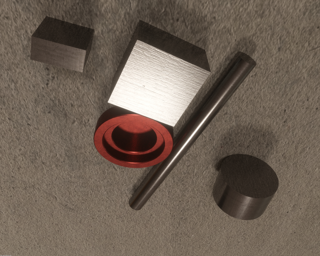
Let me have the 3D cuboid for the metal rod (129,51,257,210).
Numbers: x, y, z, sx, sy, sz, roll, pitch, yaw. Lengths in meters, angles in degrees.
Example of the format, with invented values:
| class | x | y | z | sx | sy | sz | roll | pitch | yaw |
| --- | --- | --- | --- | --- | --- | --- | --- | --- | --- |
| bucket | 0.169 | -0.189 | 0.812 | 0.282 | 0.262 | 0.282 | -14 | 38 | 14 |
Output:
| class | x | y | z | sx | sy | sz | roll | pitch | yaw |
| --- | --- | --- | --- | --- | --- | --- | --- | --- | --- |
| metal rod | 0.028 | 0.024 | 0.428 | 0.025 | 0.025 | 0.298 | 21 | 127 | -18 |

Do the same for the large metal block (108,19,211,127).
| class | x | y | z | sx | sy | sz | roll | pitch | yaw |
| --- | --- | --- | --- | --- | --- | --- | --- | --- | --- |
| large metal block | -0.003 | -0.058 | 0.342 | 0.080 | 0.050 | 0.079 | 20 | 127 | -17 |

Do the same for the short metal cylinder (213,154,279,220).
| class | x | y | z | sx | sy | sz | roll | pitch | yaw |
| --- | --- | --- | --- | --- | --- | --- | --- | --- | --- |
| short metal cylinder | 0.121 | 0.083 | 0.444 | 0.081 | 0.080 | 0.050 | 5 | 130 | -5 |

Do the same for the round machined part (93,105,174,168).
| class | x | y | z | sx | sy | sz | roll | pitch | yaw |
| --- | --- | --- | --- | --- | --- | --- | --- | --- | --- |
| round machined part | -0.032 | 0.005 | 0.397 | 0.099 | 0.042 | 0.097 | 0 | 134 | 1 |

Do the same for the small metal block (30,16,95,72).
| class | x | y | z | sx | sy | sz | roll | pitch | yaw |
| --- | --- | --- | --- | --- | --- | --- | --- | --- | --- |
| small metal block | -0.098 | -0.086 | 0.316 | 0.050 | 0.050 | 0.025 | 13 | 129 | -11 |
